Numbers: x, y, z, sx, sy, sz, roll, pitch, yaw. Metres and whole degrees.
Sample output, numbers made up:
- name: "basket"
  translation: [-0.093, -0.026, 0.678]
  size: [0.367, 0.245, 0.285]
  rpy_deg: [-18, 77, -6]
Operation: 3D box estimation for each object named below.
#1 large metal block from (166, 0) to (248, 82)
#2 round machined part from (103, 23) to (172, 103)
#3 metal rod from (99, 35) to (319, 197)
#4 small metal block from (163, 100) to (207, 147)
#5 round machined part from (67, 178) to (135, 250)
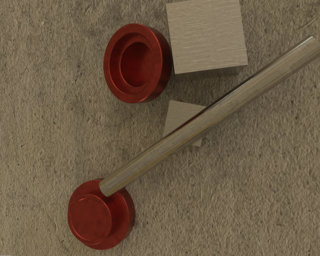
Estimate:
- name: "large metal block"
  translation: [0.052, -0.103, 0.366]
  size: [0.080, 0.050, 0.080]
  rpy_deg: [-7, 87, 2]
- name: "round machined part"
  translation: [-0.024, -0.081, 0.399]
  size: [0.098, 0.042, 0.097]
  rpy_deg: [4, 97, 37]
- name: "metal rod"
  translation: [0.046, -0.004, 0.365]
  size: [0.300, 0.025, 0.025]
  rpy_deg: [-36, 79, 16]
- name: "small metal block"
  translation: [0.035, -0.006, 0.396]
  size: [0.050, 0.025, 0.050]
  rpy_deg: [12, 94, 19]
- name: "round machined part"
  translation: [-0.088, 0.121, 0.431]
  size: [0.098, 0.042, 0.097]
  rpy_deg: [0, 90, 20]
